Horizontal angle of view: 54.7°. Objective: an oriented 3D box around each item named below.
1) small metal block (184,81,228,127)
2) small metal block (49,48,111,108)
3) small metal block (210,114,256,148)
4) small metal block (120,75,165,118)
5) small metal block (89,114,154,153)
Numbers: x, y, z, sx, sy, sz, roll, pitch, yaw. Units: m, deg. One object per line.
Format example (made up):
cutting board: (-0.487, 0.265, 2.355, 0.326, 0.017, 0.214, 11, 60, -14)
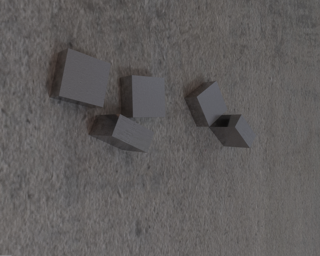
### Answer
small metal block: (0.070, -0.036, 0.466, 0.050, 0.025, 0.050, -40, 115, -33)
small metal block: (-0.085, -0.052, 0.334, 0.050, 0.025, 0.050, 14, 81, -39)
small metal block: (0.114, 0.005, 0.487, 0.050, 0.050, 0.025, 48, 61, -30)
small metal block: (-0.021, -0.038, 0.389, 0.050, 0.025, 0.050, -3, 92, -40)
small metal block: (-0.044, 0.006, 0.353, 0.050, 0.050, 0.025, 29, 72, -37)
